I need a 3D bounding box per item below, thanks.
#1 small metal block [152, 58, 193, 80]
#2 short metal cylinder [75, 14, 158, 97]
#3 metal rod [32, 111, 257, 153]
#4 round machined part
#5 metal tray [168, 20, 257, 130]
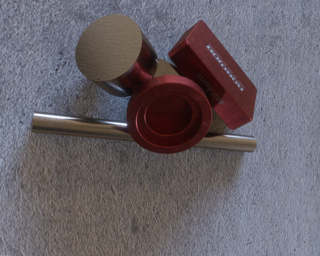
[{"bbox_3d":[0.008,-0.062,0.398,0.050,0.050,0.025,25,82,-19],"label":"small metal block"},{"bbox_3d":[-0.049,-0.082,0.358,0.080,0.050,0.080,-5,74,18],"label":"short metal cylinder"},{"bbox_3d":[-0.005,0.008,0.409,0.302,0.025,0.025,6,88,-20],"label":"metal rod"},{"bbox_3d":[0.010,-0.019,0.372,0.099,0.042,0.097,-3,124,-4],"label":"round machined part"},{"bbox_3d":[0.075,-0.071,0.408,0.130,0.030,0.090,47,37,-14],"label":"metal tray"}]
